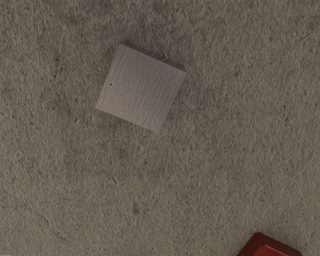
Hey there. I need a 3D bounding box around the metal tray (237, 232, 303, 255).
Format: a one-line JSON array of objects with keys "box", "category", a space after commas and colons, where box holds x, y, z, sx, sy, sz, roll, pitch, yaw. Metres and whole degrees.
[{"box": [0.159, 0.238, 0.496, 0.090, 0.030, 0.129, 28, 108, -10], "category": "metal tray"}]

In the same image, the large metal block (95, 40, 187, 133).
[{"box": [-0.023, -0.051, 0.377, 0.080, 0.050, 0.079, 22, 109, -8], "category": "large metal block"}]
